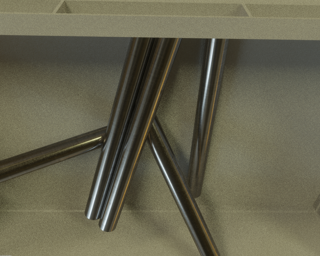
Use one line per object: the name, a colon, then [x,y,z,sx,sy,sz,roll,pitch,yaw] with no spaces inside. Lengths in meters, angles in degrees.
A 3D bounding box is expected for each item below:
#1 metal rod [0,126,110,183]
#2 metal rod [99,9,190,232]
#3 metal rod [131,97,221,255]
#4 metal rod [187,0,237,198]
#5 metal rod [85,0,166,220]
metal rod: [-0.184,0.050,0.363,0.302,0.025,0.025,-19,133,-20]
metal rod: [-0.029,0.013,0.369,0.025,0.025,0.298,14,118,-12]
metal rod: [0.031,0.091,0.409,0.025,0.025,0.299,-21,103,16]
metal rod: [0.058,-0.011,0.400,0.025,0.025,0.298,1,130,-1]
metal rod: [-0.050,-0.001,0.372,0.025,0.025,0.298,14,119,-12]
